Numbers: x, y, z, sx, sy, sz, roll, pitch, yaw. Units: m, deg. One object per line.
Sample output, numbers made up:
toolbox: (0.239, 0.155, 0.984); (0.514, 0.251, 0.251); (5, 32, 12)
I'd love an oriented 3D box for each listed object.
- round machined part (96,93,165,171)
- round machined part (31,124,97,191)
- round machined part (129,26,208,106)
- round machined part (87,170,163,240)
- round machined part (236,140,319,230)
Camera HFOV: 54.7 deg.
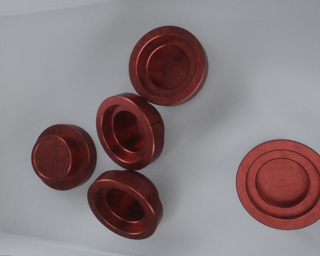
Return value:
round machined part: (-0.033, 0.002, 0.399); (0.098, 0.042, 0.097); (16, 117, 34)
round machined part: (-0.146, 0.043, 0.451); (0.098, 0.042, 0.097); (0, 90, 19)
round machined part: (0.013, -0.076, 0.396); (0.098, 0.042, 0.097); (0, 90, 19)
round machined part: (-0.041, 0.093, 0.401); (0.098, 0.042, 0.097); (13, 124, 20)
round machined part: (0.139, 0.061, 0.352); (0.098, 0.042, 0.097); (0, 90, 19)
